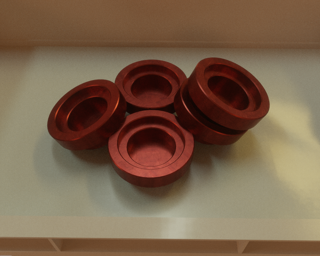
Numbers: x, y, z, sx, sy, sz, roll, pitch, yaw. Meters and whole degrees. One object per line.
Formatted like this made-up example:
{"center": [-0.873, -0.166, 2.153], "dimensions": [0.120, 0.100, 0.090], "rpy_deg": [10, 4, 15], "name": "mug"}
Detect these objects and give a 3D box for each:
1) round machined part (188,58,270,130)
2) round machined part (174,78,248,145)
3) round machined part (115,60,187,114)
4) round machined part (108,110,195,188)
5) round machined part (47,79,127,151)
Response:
{"center": [0.077, -0.036, 0.372], "dimensions": [0.099, 0.042, 0.098], "rpy_deg": [15, 48, -17], "name": "round machined part"}
{"center": [0.062, -0.018, 0.393], "dimensions": [0.099, 0.042, 0.098], "rpy_deg": [15, 47, -17], "name": "round machined part"}
{"center": [-0.012, -0.048, 0.432], "dimensions": [0.099, 0.042, 0.098], "rpy_deg": [0, 50, 0], "name": "round machined part"}
{"center": [-0.010, 0.028, 0.367], "dimensions": [0.099, 0.042, 0.098], "rpy_deg": [0, 50, 0], "name": "round machined part"}
{"center": [-0.086, -0.012, 0.388], "dimensions": [0.098, 0.042, 0.098], "rpy_deg": [-13, 48, 16], "name": "round machined part"}
